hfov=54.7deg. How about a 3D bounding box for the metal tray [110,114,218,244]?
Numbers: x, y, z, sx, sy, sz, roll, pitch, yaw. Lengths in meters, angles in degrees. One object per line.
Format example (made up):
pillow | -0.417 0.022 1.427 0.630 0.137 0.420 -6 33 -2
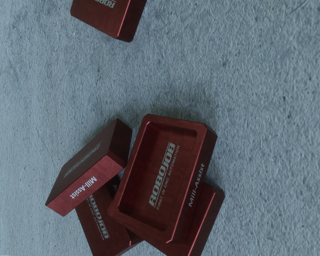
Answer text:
metal tray | 0.004 0.054 0.357 0.090 0.030 0.130 12 78 37

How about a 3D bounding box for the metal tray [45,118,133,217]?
metal tray | -0.097 0.053 0.431 0.130 0.030 0.090 -39 23 21

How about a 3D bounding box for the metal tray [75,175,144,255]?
metal tray | -0.085 0.129 0.472 0.090 0.030 0.130 -43 64 31

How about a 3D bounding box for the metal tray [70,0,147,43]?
metal tray | -0.079 -0.194 0.467 0.130 0.030 0.089 35 112 34

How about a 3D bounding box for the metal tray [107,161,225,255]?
metal tray | 0.003 0.093 0.381 0.130 0.030 0.090 20 83 38
